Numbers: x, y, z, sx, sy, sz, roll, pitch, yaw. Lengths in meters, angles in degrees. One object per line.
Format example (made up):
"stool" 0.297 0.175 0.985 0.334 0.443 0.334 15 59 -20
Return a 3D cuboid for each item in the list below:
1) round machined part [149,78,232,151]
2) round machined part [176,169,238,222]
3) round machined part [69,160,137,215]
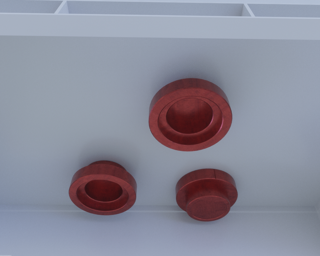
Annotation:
"round machined part" 0.036 -0.020 0.381 0.099 0.042 0.097 0 130 0
"round machined part" 0.075 0.113 0.494 0.099 0.042 0.097 0 130 0
"round machined part" -0.084 0.087 0.471 0.099 0.042 0.097 0 130 0
